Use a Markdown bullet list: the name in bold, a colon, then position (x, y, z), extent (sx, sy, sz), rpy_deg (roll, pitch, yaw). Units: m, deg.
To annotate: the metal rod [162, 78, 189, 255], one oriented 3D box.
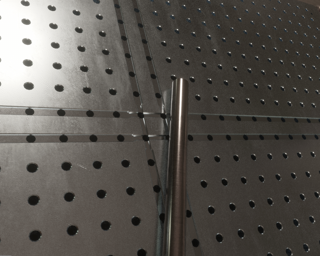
- **metal rod**: position (0.021, 0.059, 0.385), extent (0.025, 0.025, 0.300), rpy_deg (17, 55, -19)
